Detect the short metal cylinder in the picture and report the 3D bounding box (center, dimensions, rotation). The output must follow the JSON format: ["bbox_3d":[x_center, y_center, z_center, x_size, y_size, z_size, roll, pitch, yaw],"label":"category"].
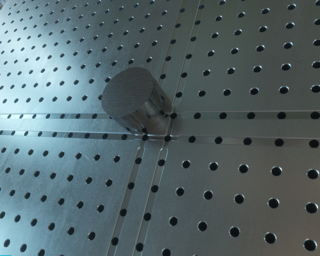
[{"bbox_3d":[-0.034,-0.038,0.435,0.080,0.050,0.080,-13,56,21],"label":"short metal cylinder"}]
